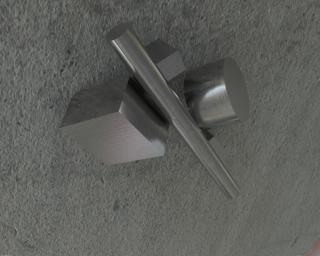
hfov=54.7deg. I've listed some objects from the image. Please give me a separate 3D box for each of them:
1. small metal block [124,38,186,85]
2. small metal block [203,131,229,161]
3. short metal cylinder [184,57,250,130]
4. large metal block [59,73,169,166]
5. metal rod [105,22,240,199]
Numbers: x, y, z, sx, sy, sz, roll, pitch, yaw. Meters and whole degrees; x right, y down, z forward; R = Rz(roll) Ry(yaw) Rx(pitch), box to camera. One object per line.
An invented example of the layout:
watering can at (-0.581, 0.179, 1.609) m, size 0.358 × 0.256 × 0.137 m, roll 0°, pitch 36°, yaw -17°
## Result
small metal block at (-0.008, -0.071, 0.346) m, size 0.050 × 0.050 × 0.025 m, roll -34°, pitch 129°, yaw -7°
small metal block at (0.064, 0.021, 0.438) m, size 0.025 × 0.050 × 0.050 m, roll -42°, pitch 130°, yaw 0°
short metal cylinder at (0.071, -0.041, 0.380) m, size 0.050 × 0.080 × 0.080 m, roll -14°, pitch 139°, yaw 32°
large metal block at (-0.047, -0.005, 0.342) m, size 0.080 × 0.050 × 0.080 m, roll -13°, pitch 138°, yaw 30°
metal rod at (0.035, 0.005, 0.367) m, size 0.025 × 0.025 × 0.300 m, roll -40°, pitch 130°, yaw -1°
